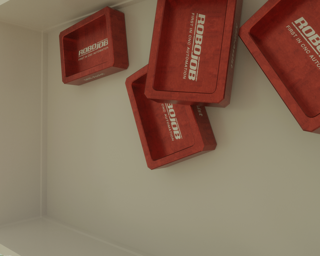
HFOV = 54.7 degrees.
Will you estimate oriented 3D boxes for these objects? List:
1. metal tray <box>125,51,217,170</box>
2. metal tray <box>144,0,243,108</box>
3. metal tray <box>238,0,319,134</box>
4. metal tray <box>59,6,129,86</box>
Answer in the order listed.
[{"bbox_3d":[0.010,-0.021,0.395,0.090,0.030,0.129,-26,74,37],"label":"metal tray"},{"bbox_3d":[0.037,-0.091,0.344,0.090,0.030,0.129,6,86,24],"label":"metal tray"},{"bbox_3d":[0.139,-0.071,0.276,0.090,0.030,0.130,-42,57,33],"label":"metal tray"},{"bbox_3d":[-0.109,-0.125,0.493,0.130,0.030,0.089,-9,84,39],"label":"metal tray"}]
